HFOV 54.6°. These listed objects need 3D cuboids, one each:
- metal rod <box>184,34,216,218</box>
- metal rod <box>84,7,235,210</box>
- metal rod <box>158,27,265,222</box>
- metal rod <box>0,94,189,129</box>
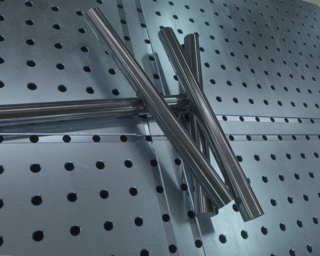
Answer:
[{"bbox_3d":[0.054,-0.023,0.450,0.025,0.025,0.300,13,56,-21],"label":"metal rod"},{"bbox_3d":[-0.007,-0.032,0.389,0.025,0.025,0.299,-27,76,-37],"label":"metal rod"},{"bbox_3d":[0.058,-0.022,0.419,0.025,0.025,0.299,-5,60,-31],"label":"metal rod"},{"bbox_3d":[-0.095,-0.021,0.369,0.302,0.025,0.025,-7,65,-31],"label":"metal rod"}]
